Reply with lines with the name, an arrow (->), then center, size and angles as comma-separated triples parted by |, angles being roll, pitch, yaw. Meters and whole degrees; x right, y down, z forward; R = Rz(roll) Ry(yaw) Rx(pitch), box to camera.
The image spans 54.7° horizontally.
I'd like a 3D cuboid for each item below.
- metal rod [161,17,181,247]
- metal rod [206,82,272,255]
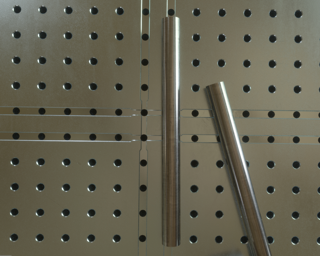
metal rod -> 0.015, 0.005, 0.413 | 0.025, 0.025, 0.298 | 0, 90, 0
metal rod -> 0.113, 0.085, 0.414 | 0.025, 0.025, 0.298 | -15, 90, 0
